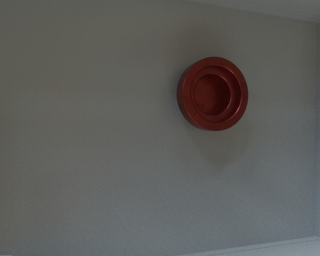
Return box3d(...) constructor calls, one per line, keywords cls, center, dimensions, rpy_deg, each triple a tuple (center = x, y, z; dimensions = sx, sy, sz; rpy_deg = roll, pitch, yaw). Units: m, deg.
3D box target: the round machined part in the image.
box3d(cls="round machined part", center=(0.068, -0.045, 0.426), dimensions=(0.099, 0.042, 0.097), rpy_deg=(0, 90, -20))
